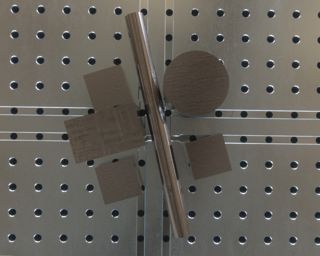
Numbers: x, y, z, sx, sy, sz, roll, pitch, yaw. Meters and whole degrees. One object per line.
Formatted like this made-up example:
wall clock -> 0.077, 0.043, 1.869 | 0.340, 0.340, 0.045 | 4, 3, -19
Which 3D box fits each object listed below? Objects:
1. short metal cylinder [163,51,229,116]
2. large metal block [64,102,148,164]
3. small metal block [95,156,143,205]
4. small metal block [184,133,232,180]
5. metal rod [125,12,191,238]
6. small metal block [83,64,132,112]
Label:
short metal cylinder -> 0.044, -0.055, 0.401 | 0.081, 0.050, 0.079 | 0, 90, -1
large metal block -> -0.061, 0.005, 0.384 | 0.080, 0.080, 0.050 | -15, 90, 0
small metal block -> -0.054, 0.069, 0.413 | 0.050, 0.025, 0.050 | -16, 90, -1
small metal block -> 0.063, 0.037, 0.414 | 0.050, 0.025, 0.050 | -15, 90, -1
metal rod -> -0.002, -0.004, 0.413 | 0.025, 0.025, 0.298 | -12, 90, 0
small metal block -> -0.068, -0.052, 0.412 | 0.050, 0.025, 0.050 | -17, 90, -1
